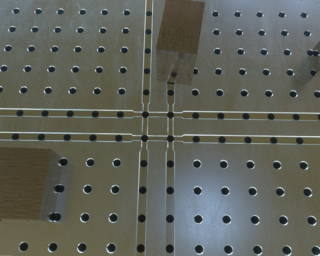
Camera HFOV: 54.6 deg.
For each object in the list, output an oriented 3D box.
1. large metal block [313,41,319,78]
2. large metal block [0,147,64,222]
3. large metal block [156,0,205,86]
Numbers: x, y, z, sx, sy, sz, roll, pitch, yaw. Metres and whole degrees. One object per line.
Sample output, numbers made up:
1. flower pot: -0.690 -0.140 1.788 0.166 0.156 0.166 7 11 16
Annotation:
1. large metal block: 0.269 -0.105 0.423 0.080 0.080 0.050 8 70 3
2. large metal block: -0.169 0.069 0.373 0.080 0.050 0.080 2 70 1
3. large metal block: 0.027 -0.116 0.425 0.050 0.080 0.080 9 70 3
